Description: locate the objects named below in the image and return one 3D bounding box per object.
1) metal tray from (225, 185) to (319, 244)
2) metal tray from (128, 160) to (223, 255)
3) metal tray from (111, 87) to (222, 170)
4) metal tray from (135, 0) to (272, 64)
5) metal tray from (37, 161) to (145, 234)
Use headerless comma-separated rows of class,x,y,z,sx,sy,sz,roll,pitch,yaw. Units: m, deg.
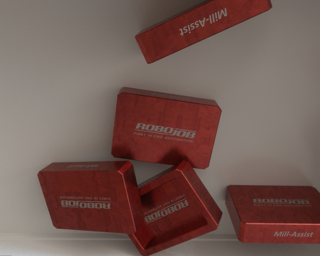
metal tray,0.163,0.114,0.421,0.131,0.090,0.030,1,110,-1
metal tray,0.005,0.111,0.418,0.130,0.030,0.090,-33,91,28
metal tray,0.007,0.001,0.409,0.131,0.030,0.089,8,110,-4
metal tray,0.041,-0.115,0.334,0.130,0.090,0.030,-23,109,8
metal tray,-0.093,0.092,0.416,0.130,0.030,0.089,-4,107,21
